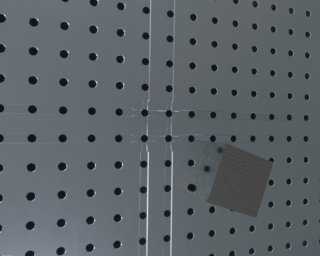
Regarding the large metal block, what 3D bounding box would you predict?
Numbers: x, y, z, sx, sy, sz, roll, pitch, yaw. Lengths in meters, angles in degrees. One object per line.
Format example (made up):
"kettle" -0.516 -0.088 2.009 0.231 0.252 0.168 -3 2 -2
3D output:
"large metal block" 0.100 0.071 0.436 0.080 0.050 0.080 22 83 -19
